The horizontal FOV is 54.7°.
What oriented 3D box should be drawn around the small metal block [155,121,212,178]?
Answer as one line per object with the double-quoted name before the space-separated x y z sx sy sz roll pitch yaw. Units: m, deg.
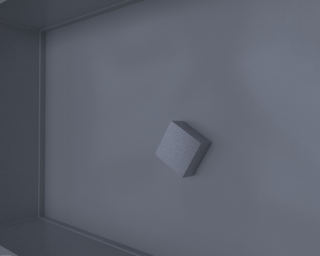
"small metal block" 0.028 0.025 0.382 0.050 0.025 0.050 39 113 33
